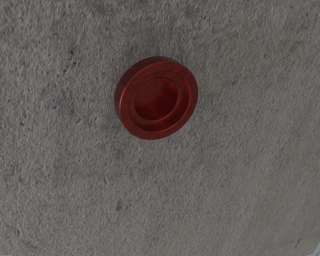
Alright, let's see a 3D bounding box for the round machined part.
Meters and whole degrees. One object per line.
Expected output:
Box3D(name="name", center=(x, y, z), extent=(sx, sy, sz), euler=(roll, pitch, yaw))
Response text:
Box3D(name="round machined part", center=(-0.007, -0.038, 0.368), extent=(0.099, 0.042, 0.097), euler=(-14, 124, -21))
